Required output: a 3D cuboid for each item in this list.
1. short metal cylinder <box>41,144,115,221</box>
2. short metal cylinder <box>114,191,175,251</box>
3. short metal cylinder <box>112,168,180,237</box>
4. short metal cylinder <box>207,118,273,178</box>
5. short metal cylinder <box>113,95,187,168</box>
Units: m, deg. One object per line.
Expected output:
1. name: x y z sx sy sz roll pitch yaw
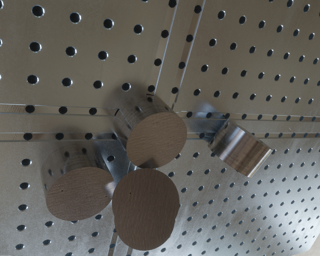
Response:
1. short metal cylinder: -0.101 0.067 0.382 0.081 0.050 0.079 -14 125 -21
2. short metal cylinder: -0.021 0.127 0.435 0.080 0.080 0.050 -31 169 -9
3. short metal cylinder: -0.018 0.094 0.393 0.080 0.080 0.050 -31 169 -9
4. short metal cylinder: 0.118 0.029 0.460 0.080 0.080 0.050 26 104 -38
5. short metal cylinder: -0.013 0.005 0.392 0.081 0.050 0.079 -14 124 -21
